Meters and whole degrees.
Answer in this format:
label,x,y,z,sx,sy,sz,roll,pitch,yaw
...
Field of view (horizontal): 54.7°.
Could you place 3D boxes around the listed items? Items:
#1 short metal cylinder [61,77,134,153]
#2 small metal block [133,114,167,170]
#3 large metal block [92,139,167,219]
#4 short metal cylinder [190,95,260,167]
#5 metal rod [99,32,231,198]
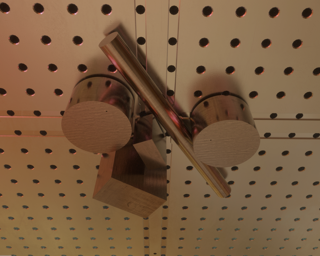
label,x,y,z,sx,sy,sz,roll,pitch,yaw
short metal cylinder,-0.073,-0.015,0.377,0.081,0.050,0.079,0,130,0
small metal block,-0.012,0.018,0.405,0.025,0.050,0.050,-17,128,13
large metal block,-0.038,0.065,0.425,0.080,0.080,0.050,28,125,-21
short metal cylinder,0.081,0.005,0.395,0.081,0.050,0.079,0,130,0
metal rod,0.024,0.003,0.410,0.025,0.025,0.300,-25,126,20
